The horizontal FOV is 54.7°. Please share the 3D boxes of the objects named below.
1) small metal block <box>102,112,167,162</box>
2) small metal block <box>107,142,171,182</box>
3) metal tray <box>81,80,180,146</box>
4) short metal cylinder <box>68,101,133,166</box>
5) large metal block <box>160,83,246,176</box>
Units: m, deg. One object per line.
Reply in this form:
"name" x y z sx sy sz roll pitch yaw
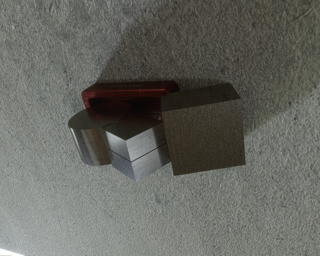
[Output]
"small metal block" -0.028 0.008 0.344 0.050 0.050 0.025 21 130 49
"small metal block" -0.023 0.031 0.355 0.050 0.050 0.025 21 130 49
"metal tray" -0.034 -0.014 0.414 0.130 0.030 0.089 2 120 27
"short metal cylinder" -0.070 0.005 0.396 0.080 0.080 0.050 1 119 27
"large metal block" 0.048 0.001 0.349 0.080 0.050 0.079 -10 117 3
